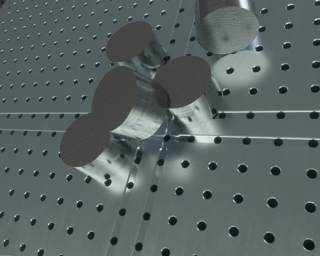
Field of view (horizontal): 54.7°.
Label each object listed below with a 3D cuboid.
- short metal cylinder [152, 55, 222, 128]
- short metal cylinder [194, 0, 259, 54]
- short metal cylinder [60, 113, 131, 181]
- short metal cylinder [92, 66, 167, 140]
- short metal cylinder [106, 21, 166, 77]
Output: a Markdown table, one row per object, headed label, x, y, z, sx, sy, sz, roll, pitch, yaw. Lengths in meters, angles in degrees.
| label | x | y | z | sx | sy | sz | roll | pitch | yaw |
| --- | --- | --- | --- | --- | --- | --- | --- | --- | --- |
| short metal cylinder | 0.035 | -0.047 | 0.402 | 0.080 | 0.050 | 0.080 | -13 | 56 | 21 |
| short metal cylinder | 0.088 | -0.146 | 0.416 | 0.080 | 0.080 | 0.050 | -13 | 57 | 21 |
| short metal cylinder | -0.087 | 0.025 | 0.422 | 0.080 | 0.050 | 0.080 | -13 | 56 | 21 |
| short metal cylinder | -0.038 | -0.029 | 0.376 | 0.080 | 0.050 | 0.080 | -15 | 66 | 39 |
| short metal cylinder | -0.037 | -0.119 | 0.485 | 0.080 | 0.050 | 0.080 | -13 | 56 | 21 |
